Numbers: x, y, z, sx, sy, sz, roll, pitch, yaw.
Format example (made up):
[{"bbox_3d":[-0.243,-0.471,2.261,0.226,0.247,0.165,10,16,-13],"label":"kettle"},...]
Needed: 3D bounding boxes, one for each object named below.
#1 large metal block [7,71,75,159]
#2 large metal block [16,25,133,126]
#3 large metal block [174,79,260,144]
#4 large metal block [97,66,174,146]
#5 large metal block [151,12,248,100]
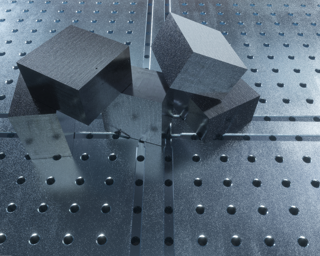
[{"bbox_3d":[-0.141,-0.019,0.385,0.050,0.080,0.080,-5,50,-4],"label":"large metal block"},{"bbox_3d":[-0.088,-0.060,0.335,0.080,0.050,0.080,25,54,19],"label":"large metal block"},{"bbox_3d":[0.073,-0.037,0.423,0.081,0.050,0.080,-24,54,-19],"label":"large metal block"},{"bbox_3d":[-0.028,-0.030,0.396,0.080,0.080,0.050,15,52,11],"label":"large metal block"},{"bbox_3d":[0.045,-0.086,0.375,0.081,0.050,0.080,8,44,-32],"label":"large metal block"}]
